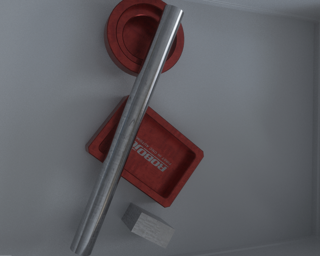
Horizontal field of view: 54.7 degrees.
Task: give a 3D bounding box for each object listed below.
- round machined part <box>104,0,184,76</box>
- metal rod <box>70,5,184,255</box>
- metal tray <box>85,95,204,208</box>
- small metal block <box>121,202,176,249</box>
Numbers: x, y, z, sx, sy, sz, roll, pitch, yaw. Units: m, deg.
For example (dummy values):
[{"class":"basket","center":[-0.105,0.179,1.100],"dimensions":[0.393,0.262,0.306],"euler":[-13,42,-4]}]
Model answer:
[{"class":"round machined part","center":[-0.022,-0.113,0.394],"dimensions":[0.099,0.042,0.097],"euler":[0,90,-21]},{"class":"metal rod","center":[-0.037,0.001,0.359],"dimensions":[0.025,0.025,0.299],"euler":[22,88,-19]},{"class":"metal tray","center":[-0.017,0.030,0.402],"dimensions":[0.130,0.030,0.090],"euler":[39,77,-16]},{"class":"small metal block","center":[-0.016,0.122,0.393],"dimensions":[0.050,0.050,0.025],"euler":[33,79,-18]}]
